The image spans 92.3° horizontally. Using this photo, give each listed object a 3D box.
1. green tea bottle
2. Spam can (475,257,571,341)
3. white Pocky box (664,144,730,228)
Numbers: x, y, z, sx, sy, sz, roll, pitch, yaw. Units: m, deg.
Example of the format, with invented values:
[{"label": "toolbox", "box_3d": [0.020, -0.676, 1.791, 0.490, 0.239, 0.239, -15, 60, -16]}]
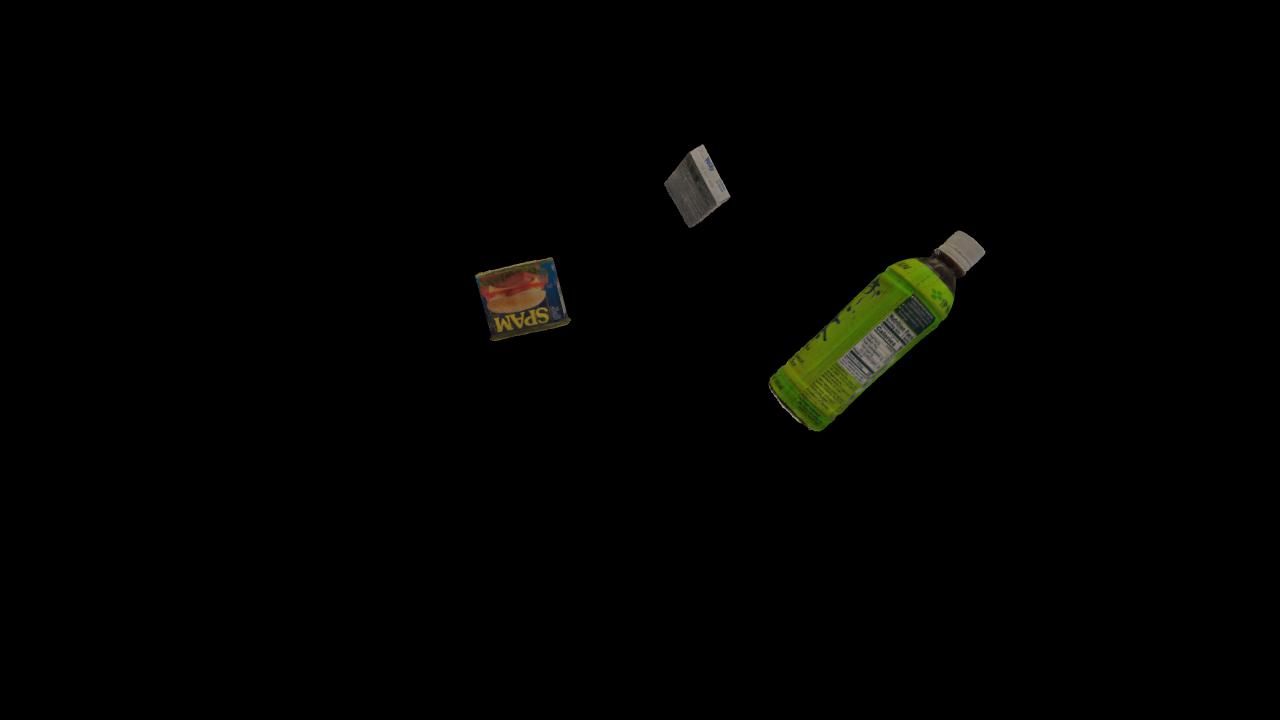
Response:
[{"label": "green tea bottle", "box_3d": [0.213, -0.027, 0.552, 0.212, 0.073, 0.073, -44, -15, 16]}, {"label": "Spam can", "box_3d": [-0.147, -0.078, 0.771, 0.101, 0.085, 0.058, -12, 12, 3]}, {"label": "white Pocky box", "box_3d": [0.081, -0.250, 0.904, 0.028, 0.084, 0.154, -31, 5, -9]}]
